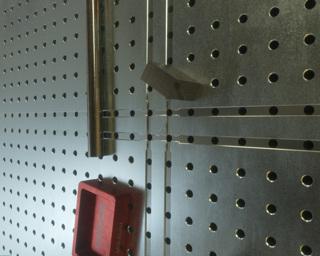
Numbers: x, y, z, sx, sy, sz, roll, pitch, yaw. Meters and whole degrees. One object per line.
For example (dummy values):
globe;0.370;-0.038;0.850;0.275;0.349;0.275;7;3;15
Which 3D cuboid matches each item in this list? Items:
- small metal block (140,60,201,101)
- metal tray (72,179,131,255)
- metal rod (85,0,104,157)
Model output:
small metal block;0.013;-0.058;0.382;0.050;0.050;0.025;40;114;33
metal tray;-0.094;0.154;0.483;0.090;0.030;0.129;12;97;39
metal rod;-0.105;-0.104;0.496;0.025;0.025;0.298;-2;88;40
